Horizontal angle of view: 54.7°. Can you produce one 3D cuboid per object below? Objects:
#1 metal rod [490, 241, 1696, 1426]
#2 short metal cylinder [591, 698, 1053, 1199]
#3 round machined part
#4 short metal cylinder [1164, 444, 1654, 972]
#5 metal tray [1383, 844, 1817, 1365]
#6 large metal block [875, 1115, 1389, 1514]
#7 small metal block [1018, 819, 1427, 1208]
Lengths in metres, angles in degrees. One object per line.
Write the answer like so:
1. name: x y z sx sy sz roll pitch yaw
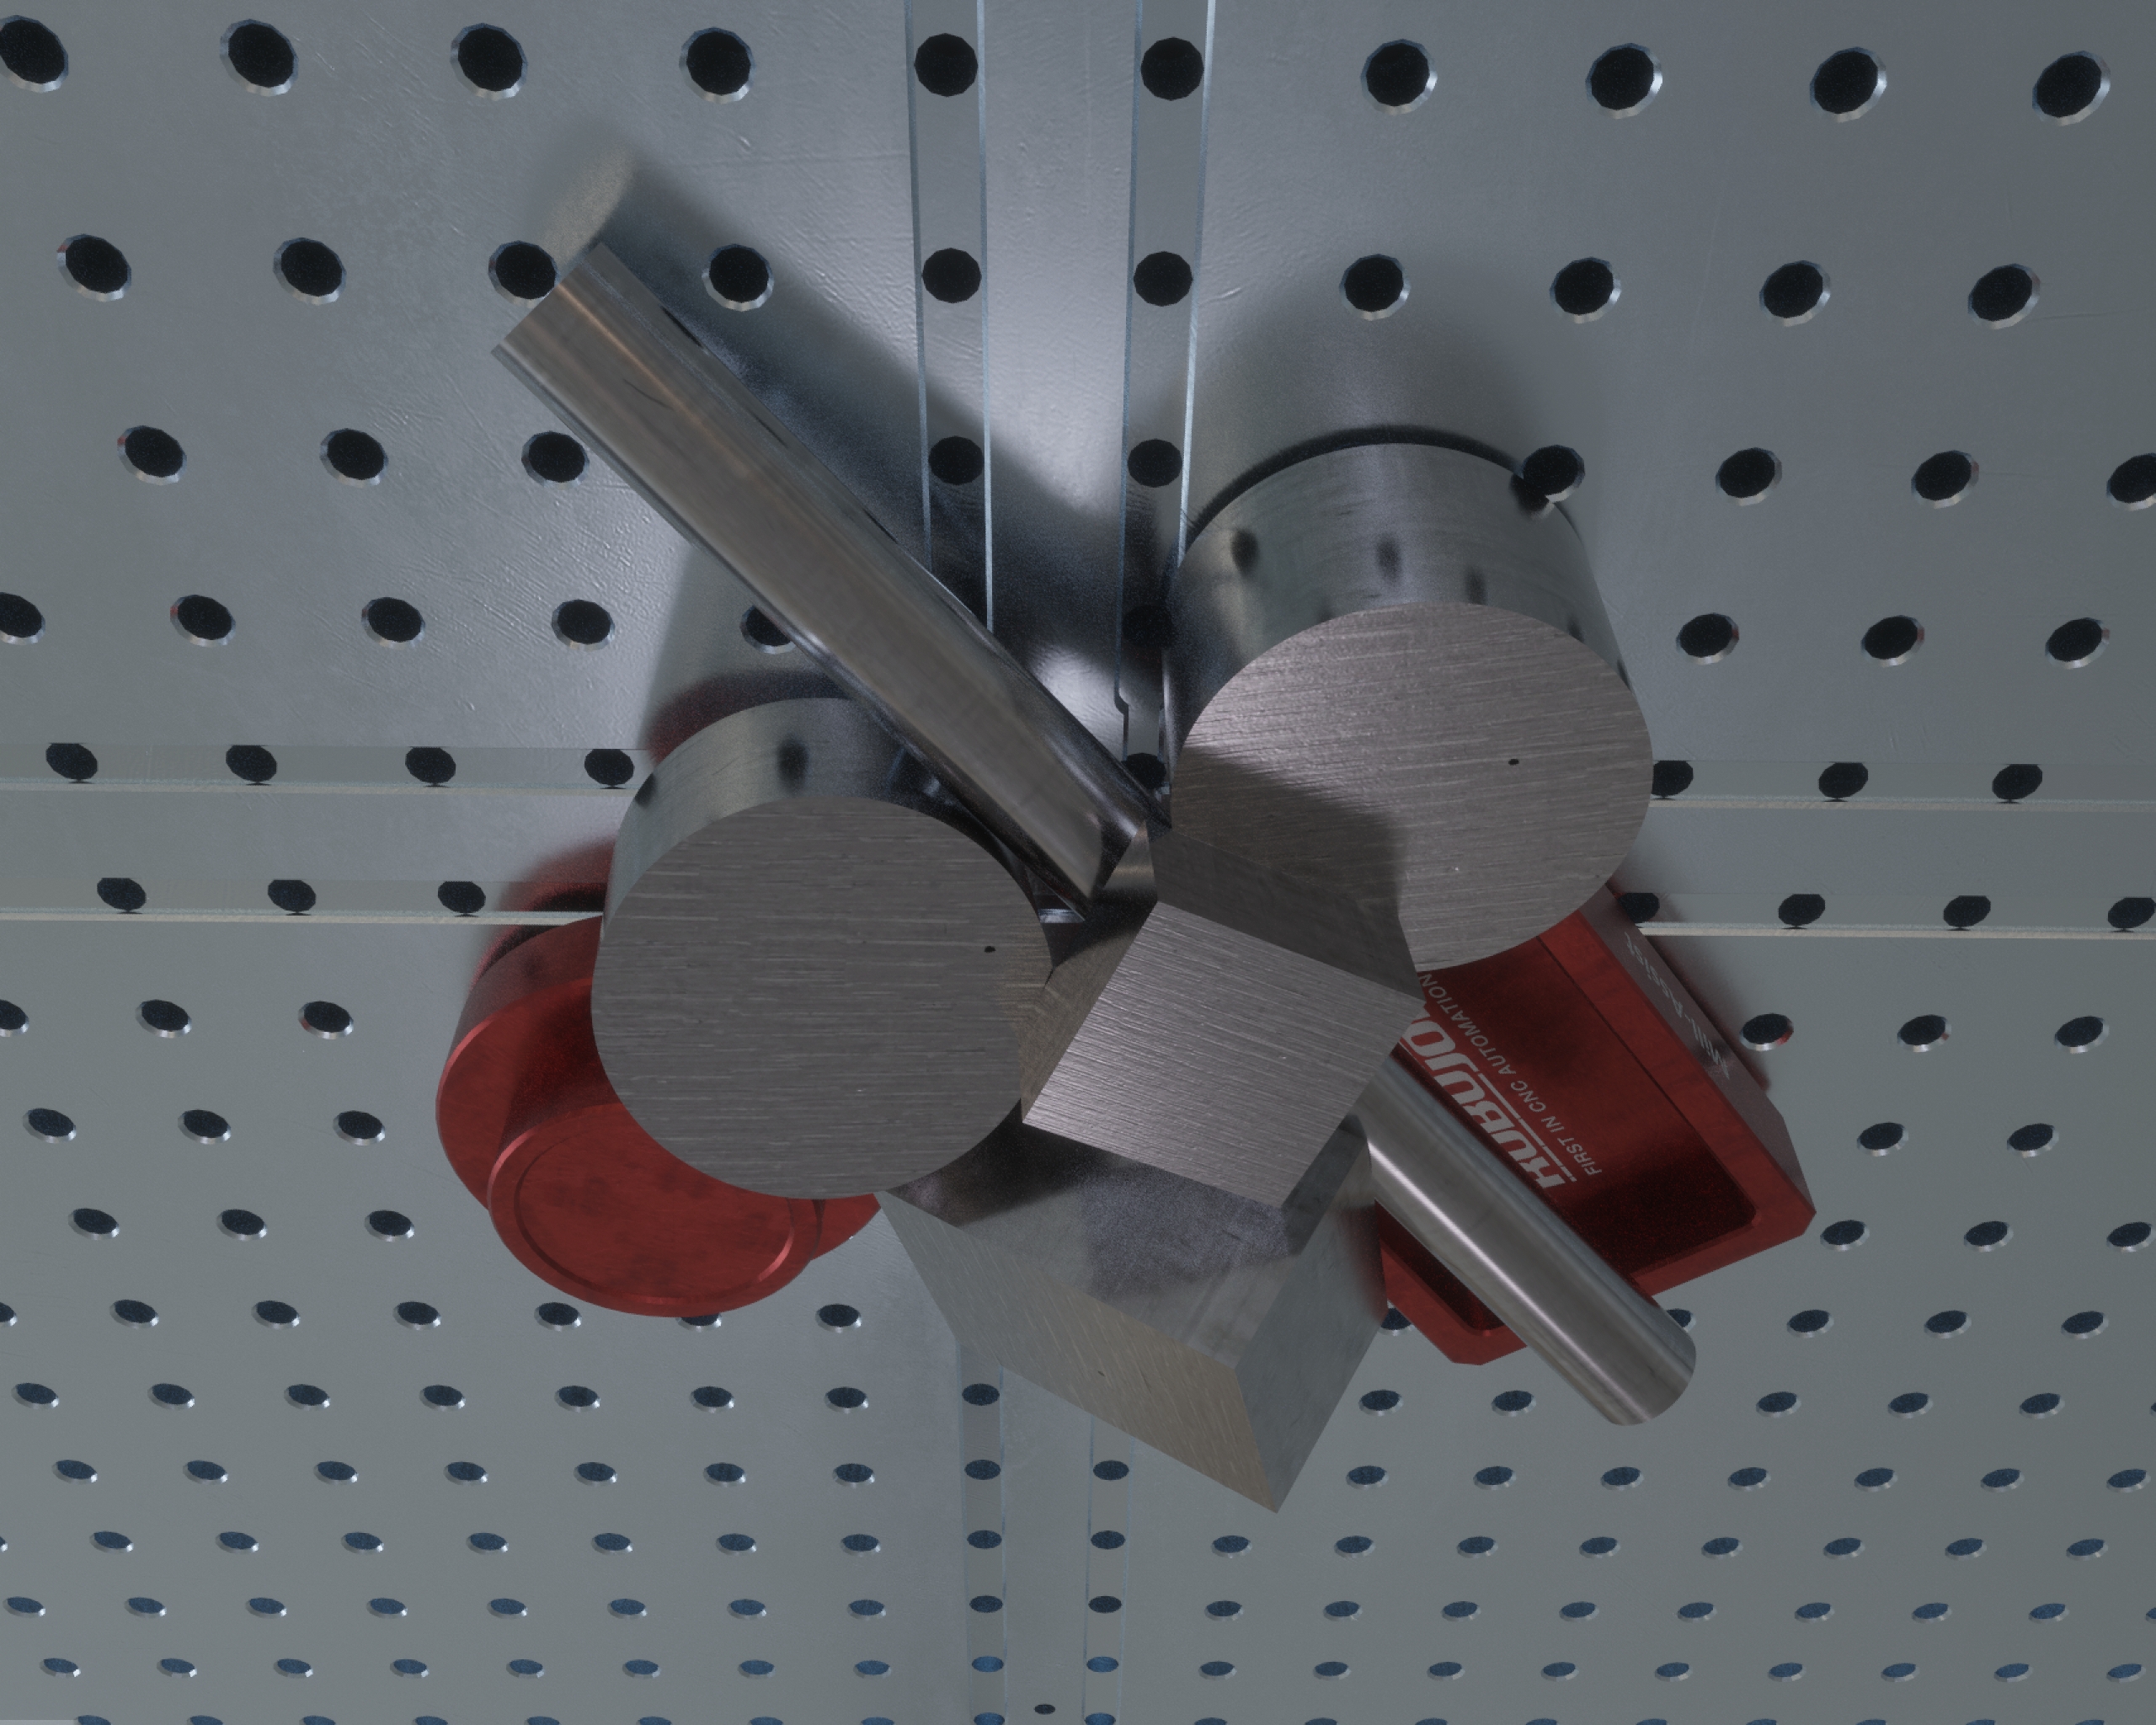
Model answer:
1. metal rod: 0.017 0.009 0.382 0.025 0.025 0.300 -35 113 26
2. short metal cylinder: -0.048 0.015 0.388 0.081 0.050 0.079 -3 114 -8
3. round machined part: -0.087 0.060 0.445 0.099 0.042 0.097 0 130 0
4. short metal cylinder: 0.056 -0.026 0.369 0.081 0.050 0.079 0 130 0
5. metal tray: 0.088 0.050 0.447 0.090 0.030 0.130 -29 125 22
6. large metal block: 0.013 0.079 0.423 0.080 0.050 0.080 22 152 25
7. small metal block: 0.024 0.027 0.361 0.050 0.025 0.050 21 119 -17
